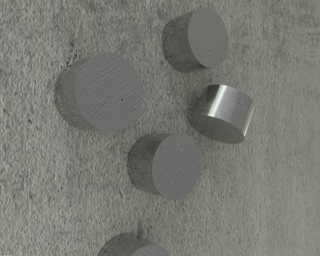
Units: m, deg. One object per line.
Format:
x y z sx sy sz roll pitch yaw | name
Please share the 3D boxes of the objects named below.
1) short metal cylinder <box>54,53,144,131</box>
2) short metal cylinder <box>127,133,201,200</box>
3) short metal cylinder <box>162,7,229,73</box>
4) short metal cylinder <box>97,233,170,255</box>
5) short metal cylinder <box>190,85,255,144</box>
-0.065 -0.036 0.334 0.081 0.050 0.080 0 90 -40 | short metal cylinder
0.006 0.047 0.393 0.081 0.050 0.080 0 90 -40 | short metal cylinder
0.050 -0.120 0.430 0.081 0.050 0.080 0 90 -40 | short metal cylinder
-0.031 0.170 0.363 0.081 0.050 0.080 0 90 -40 | short metal cylinder
0.089 -0.018 0.443 0.080 0.080 0.050 38 67 -34 | short metal cylinder
